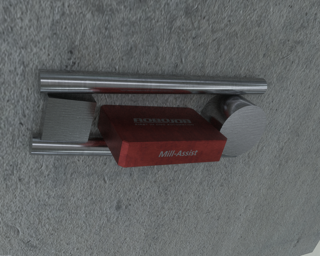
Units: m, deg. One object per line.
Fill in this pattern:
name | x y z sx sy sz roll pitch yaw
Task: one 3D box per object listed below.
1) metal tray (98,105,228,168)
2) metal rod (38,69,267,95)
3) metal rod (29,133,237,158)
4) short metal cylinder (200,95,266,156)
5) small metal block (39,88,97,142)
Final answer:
metal tray | 0.002 0.006 0.369 0.131 0.090 0.030 0 118 -28
metal rod | 0.012 -0.054 0.382 0.303 0.025 0.025 -3 120 -27
metal rod | -0.012 0.026 0.418 0.302 0.025 0.025 4 117 -30
short metal cylinder | 0.103 -0.007 0.444 0.081 0.050 0.079 -14 124 -21
small metal block | -0.103 -0.013 0.344 0.050 0.025 0.050 4 116 -31
